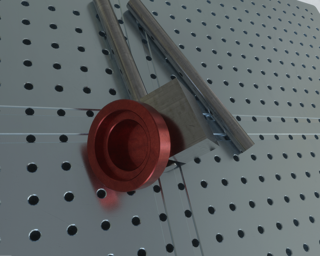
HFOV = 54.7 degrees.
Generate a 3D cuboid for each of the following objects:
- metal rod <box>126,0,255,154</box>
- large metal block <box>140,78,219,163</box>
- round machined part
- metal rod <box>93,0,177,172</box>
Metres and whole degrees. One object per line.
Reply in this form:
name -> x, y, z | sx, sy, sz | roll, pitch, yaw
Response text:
metal rod -> 0.043, -0.088, 0.486 | 0.025, 0.025, 0.299 | -29, 78, -38
large metal block -> 0.027, -0.005, 0.386 | 0.080, 0.050, 0.080 | 65, 14, 18
round machined part -> -0.030, 0.019, 0.342 | 0.042, 0.098, 0.098 | 6, 55, -58
metal rod -> -0.043, -0.079, 0.434 | 0.025, 0.025, 0.299 | -9, 66, -32
